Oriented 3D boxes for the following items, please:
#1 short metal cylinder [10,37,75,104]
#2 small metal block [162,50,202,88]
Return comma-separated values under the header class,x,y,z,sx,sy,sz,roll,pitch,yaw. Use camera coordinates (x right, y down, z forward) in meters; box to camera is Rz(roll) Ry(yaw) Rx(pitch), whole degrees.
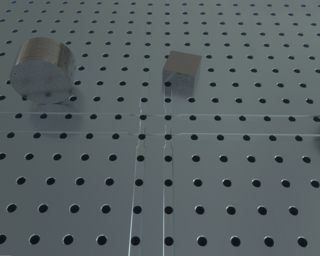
class,x,y,z,sx,sy,sz,roll,pitch,yaw
short metal cylinder,-0.163,-0.079,0.437,0.081,0.080,0.050,-3,50,-3
small metal block,0.035,-0.093,0.486,0.050,0.025,0.050,13,51,10
